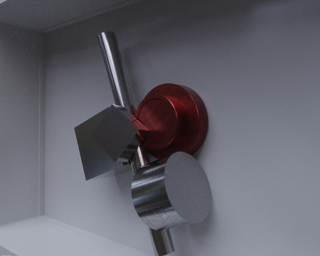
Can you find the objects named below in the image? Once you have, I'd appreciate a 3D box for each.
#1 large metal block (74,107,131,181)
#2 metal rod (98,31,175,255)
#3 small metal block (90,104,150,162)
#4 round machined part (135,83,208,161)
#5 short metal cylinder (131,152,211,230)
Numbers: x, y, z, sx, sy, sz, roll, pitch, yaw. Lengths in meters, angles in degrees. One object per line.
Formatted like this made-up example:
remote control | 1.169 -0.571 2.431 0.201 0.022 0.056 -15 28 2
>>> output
large metal block | -0.070 0.023 0.441 0.080 0.050 0.080 -26 74 37
metal rod | -0.035 0.010 0.404 0.025 0.025 0.299 -26 74 37
small metal block | -0.049 0.007 0.381 0.050 0.025 0.050 42 104 24
round machined part | 0.007 -0.007 0.386 0.098 0.042 0.097 0 90 39
short metal cylinder | 0.014 0.073 0.356 0.050 0.081 0.080 -26 74 37
